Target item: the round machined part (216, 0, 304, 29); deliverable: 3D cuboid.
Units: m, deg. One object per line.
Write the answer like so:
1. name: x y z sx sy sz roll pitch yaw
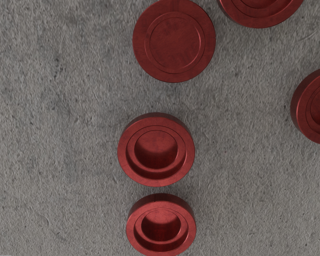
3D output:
1. round machined part: 0.108 -0.162 0.342 0.099 0.042 0.097 0 110 0

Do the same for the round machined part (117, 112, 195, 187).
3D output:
1. round machined part: -0.005 0.025 0.410 0.099 0.042 0.097 0 110 0

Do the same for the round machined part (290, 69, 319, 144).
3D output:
1. round machined part: 0.214 -0.031 0.391 0.099 0.042 0.097 0 110 0

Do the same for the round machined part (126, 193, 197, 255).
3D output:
1. round machined part: 0.002 0.136 0.451 0.099 0.042 0.097 0 110 0

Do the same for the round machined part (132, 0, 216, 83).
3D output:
1. round machined part: 0.017 -0.101 0.364 0.099 0.042 0.097 0 110 0
